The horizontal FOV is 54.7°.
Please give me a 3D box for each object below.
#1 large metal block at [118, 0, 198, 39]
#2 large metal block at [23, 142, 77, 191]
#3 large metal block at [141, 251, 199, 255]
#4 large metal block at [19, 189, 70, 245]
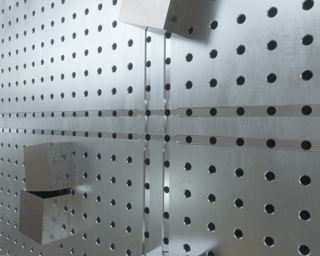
[{"bbox_3d":[0.000,-0.165,0.391,0.080,0.050,0.079,24,105,37],"label":"large metal block"},{"bbox_3d":[-0.197,0.069,0.552,0.080,0.050,0.080,-10,84,39],"label":"large metal block"},{"bbox_3d":[0.008,0.204,0.385,0.080,0.050,0.080,-14,81,39],"label":"large metal block"},{"bbox_3d":[-0.211,0.155,0.564,0.080,0.050,0.079,7,94,39],"label":"large metal block"}]
